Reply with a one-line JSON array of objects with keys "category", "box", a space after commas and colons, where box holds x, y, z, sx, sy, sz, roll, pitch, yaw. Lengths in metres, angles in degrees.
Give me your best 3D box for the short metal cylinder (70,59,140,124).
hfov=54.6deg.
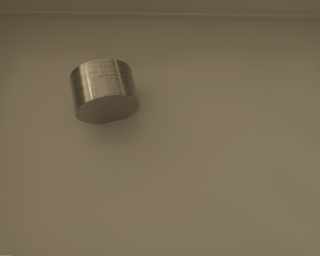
[{"category": "short metal cylinder", "box": [-0.071, -0.045, 0.397, 0.080, 0.080, 0.050, -13, 71, -5]}]
